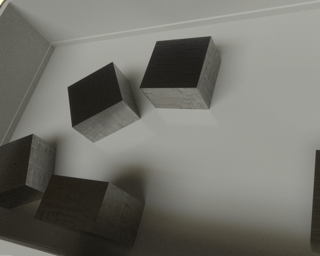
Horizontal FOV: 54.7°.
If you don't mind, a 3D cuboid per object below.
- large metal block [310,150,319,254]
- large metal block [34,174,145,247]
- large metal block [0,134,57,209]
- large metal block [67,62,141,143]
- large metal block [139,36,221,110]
[{"bbox_3d":[0.173,0.067,0.258,0.080,0.050,0.080,2,63,29],"label":"large metal block"},{"bbox_3d":[-0.076,0.094,0.351,0.080,0.080,0.050,2,63,28],"label":"large metal block"},{"bbox_3d":[-0.205,0.065,0.455,0.080,0.050,0.080,-19,55,17],"label":"large metal block"},{"bbox_3d":[-0.084,-0.037,0.455,0.080,0.050,0.080,-27,53,11],"label":"large metal block"},{"bbox_3d":[0.030,-0.073,0.418,0.080,0.050,0.080,4,63,29],"label":"large metal block"}]
